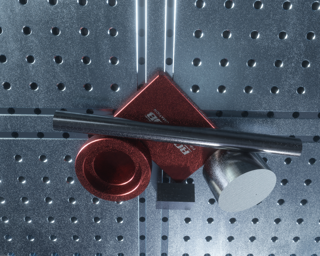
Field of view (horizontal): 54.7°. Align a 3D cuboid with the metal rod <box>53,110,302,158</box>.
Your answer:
[{"bbox_3d":[0.024,0.008,0.383,0.302,0.025,0.025,7,110,-3],"label":"metal rod"}]

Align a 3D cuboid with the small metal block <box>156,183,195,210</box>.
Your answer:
[{"bbox_3d":[0.020,0.097,0.435,0.050,0.025,0.050,2,153,-2],"label":"small metal block"}]

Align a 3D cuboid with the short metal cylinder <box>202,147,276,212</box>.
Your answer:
[{"bbox_3d":[0.103,0.065,0.409,0.081,0.050,0.079,-11,131,-13],"label":"short metal cylinder"}]

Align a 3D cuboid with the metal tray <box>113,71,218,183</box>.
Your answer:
[{"bbox_3d":[0.014,0.001,0.413,0.090,0.030,0.130,-42,106,13],"label":"metal tray"}]

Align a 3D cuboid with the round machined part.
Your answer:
[{"bbox_3d":[-0.059,0.047,0.416,0.099,0.042,0.097,2,116,4],"label":"round machined part"}]
